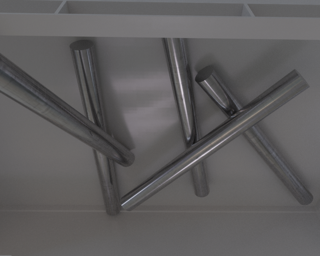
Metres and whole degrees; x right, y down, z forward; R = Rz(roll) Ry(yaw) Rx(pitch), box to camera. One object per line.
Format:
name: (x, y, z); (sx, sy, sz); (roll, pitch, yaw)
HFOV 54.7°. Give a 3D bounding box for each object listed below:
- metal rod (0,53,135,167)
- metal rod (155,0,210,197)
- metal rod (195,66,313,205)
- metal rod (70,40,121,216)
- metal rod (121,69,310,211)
metal rod: (-0.094, -0.009, 0.317); (0.025, 0.025, 0.300); (-15, 155, 13)
metal rod: (0.037, -0.011, 0.399); (0.025, 0.025, 0.299); (-9, 130, 7)
metal rod: (0.145, 0.027, 0.432); (0.025, 0.025, 0.300); (-32, 124, 24)
metal rod: (-0.082, 0.025, 0.428); (0.025, 0.025, 0.298); (-1, 130, 0)
metal rod: (0.051, 0.031, 0.401); (0.025, 0.025, 0.299); (35, 122, -26)
